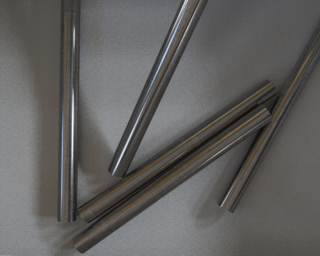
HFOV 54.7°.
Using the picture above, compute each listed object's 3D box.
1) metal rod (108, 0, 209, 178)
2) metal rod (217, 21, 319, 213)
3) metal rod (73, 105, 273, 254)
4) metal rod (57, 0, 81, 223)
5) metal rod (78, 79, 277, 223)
[{"bbox_3d":[0.003,-0.064,0.351,0.025,0.025,0.298,26,114,-1],"label":"metal rod"},{"bbox_3d":[0.161,-0.023,0.413,0.025,0.025,0.299,30,90,-1],"label":"metal rod"},{"bbox_3d":[0.015,0.067,0.404,0.300,0.025,0.025,-36,91,2],"label":"metal rod"},{"bbox_3d":[-0.120,-0.028,0.409,0.025,0.025,0.298,1,90,-1],"label":"metal rod"},{"bbox_3d":[0.024,0.030,0.411,0.301,0.025,0.025,-34,90,-1],"label":"metal rod"}]
